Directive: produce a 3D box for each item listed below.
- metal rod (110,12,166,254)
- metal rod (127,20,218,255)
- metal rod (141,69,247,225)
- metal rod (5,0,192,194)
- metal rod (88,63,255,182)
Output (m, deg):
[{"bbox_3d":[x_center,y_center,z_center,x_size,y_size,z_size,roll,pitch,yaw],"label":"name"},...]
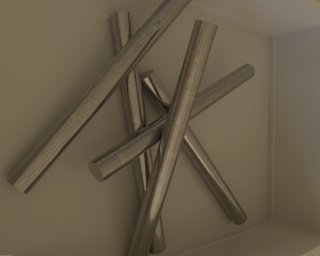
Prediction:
[{"bbox_3d":[-0.026,0.012,0.386,0.025,0.025,0.298,-14,99,-39],"label":"metal rod"},{"bbox_3d":[0.009,0.030,0.357,0.025,0.025,0.298,7,104,-40],"label":"metal rod"},{"bbox_3d":[0.058,0.043,0.458,0.025,0.025,0.299,-50,120,-28],"label":"metal rod"},{"bbox_3d":[-0.050,-0.059,0.339,0.025,0.025,0.300,47,70,-30],"label":"metal rod"},{"bbox_3d":[0.037,-0.023,0.405,0.302,0.025,0.025,-33,111,-35],"label":"metal rod"}]
